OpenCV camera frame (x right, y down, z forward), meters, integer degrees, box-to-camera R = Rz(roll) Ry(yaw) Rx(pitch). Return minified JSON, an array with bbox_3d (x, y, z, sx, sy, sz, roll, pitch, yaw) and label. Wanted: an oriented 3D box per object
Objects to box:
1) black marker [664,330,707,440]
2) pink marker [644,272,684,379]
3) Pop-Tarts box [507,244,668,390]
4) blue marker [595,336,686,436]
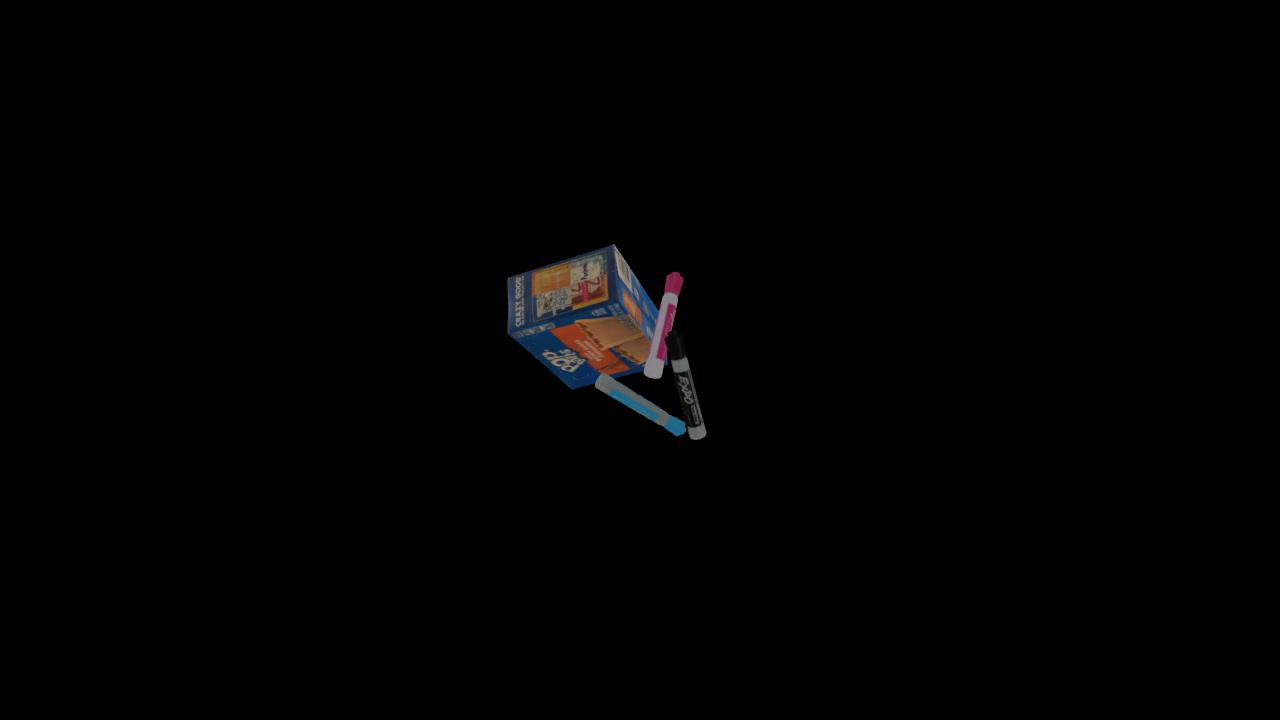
[{"bbox_3d":[0.047,0.026,0.636,0.020,0.121,0.020,-14,20,5],"label":"black marker"},{"bbox_3d":[0.026,-0.039,0.636,0.020,0.121,0.020,12,-23,5],"label":"pink marker"},{"bbox_3d":[-0.060,-0.045,0.759,0.141,0.083,0.167,-14,-30,15],"label":"Pop-Tarts box"},{"bbox_3d":[0.004,0.052,0.684,0.121,0.020,0.020,33,-14,-22],"label":"blue marker"}]
